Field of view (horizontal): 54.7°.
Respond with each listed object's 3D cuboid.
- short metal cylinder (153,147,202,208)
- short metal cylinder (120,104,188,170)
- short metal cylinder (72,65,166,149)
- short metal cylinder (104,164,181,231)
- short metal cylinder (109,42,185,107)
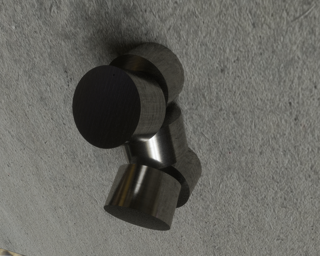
[{"bbox_3d":[0.012,0.063,0.425,0.080,0.050,0.079,13,124,21],"label":"short metal cylinder"},{"bbox_3d":[-0.009,0.009,0.384,0.080,0.080,0.050,2,119,27],"label":"short metal cylinder"},{"bbox_3d":[-0.041,-0.021,0.317,0.080,0.050,0.079,2,94,27],"label":"short metal cylinder"},{"bbox_3d":[-0.020,0.084,0.369,0.080,0.050,0.080,14,151,8],"label":"short metal cylinder"},{"bbox_3d":[-0.017,-0.056,0.367,0.080,0.050,0.079,13,124,21],"label":"short metal cylinder"}]
